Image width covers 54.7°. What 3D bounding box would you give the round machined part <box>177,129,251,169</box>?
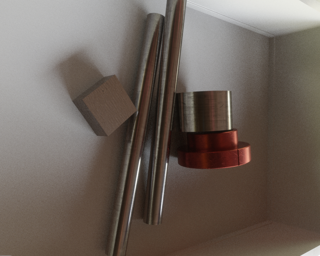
[{"bbox_3d":[0.072,0.024,0.422,0.099,0.098,0.042,-9,96,-40],"label":"round machined part"}]

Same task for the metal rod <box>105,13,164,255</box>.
[{"bbox_3d":[-0.029,0.002,0.384,0.025,0.025,0.298,16,80,-39],"label":"metal rod"}]

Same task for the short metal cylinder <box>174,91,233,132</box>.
[{"bbox_3d":[0.057,-0.023,0.421,0.081,0.080,0.050,-5,93,-40],"label":"short metal cylinder"}]

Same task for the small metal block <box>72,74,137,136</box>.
[{"bbox_3d":[-0.062,-0.026,0.356,0.050,0.025,0.050,-46,118,-31],"label":"small metal block"}]

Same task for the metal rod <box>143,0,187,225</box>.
[{"bbox_3d":[0.006,-0.027,0.396,0.025,0.025,0.298,5,93,-40],"label":"metal rod"}]
